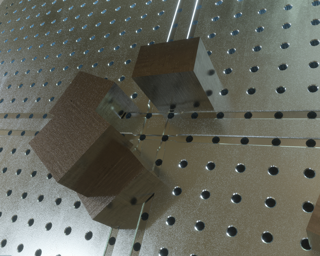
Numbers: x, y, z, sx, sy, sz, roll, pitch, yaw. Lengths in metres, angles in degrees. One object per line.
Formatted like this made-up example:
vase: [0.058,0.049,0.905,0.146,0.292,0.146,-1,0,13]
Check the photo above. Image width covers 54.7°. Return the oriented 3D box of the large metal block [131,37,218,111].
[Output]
large metal block: [0.023,-0.065,0.400,0.080,0.080,0.050,-1,61,27]

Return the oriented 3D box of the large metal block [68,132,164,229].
large metal block: [-0.057,0.062,0.383,0.080,0.050,0.080,-44,51,-3]

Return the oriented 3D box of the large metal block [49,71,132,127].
large metal block: [-0.103,-0.032,0.464,0.080,0.050,0.080,22,73,35]

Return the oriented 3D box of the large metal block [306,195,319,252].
large metal block: [0.165,0.081,0.237,0.080,0.080,0.050,19,72,35]

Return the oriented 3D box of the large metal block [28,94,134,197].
large metal block: [-0.093,0.019,0.364,0.080,0.050,0.080,-48,51,-6]
